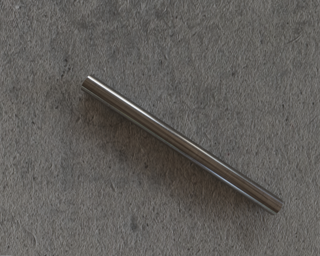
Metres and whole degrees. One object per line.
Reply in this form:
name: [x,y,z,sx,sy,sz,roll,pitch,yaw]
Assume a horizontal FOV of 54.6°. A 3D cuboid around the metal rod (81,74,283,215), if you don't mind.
metal rod: [0.029,0.022,0.410,0.301,0.025,0.025,33,90,0]
